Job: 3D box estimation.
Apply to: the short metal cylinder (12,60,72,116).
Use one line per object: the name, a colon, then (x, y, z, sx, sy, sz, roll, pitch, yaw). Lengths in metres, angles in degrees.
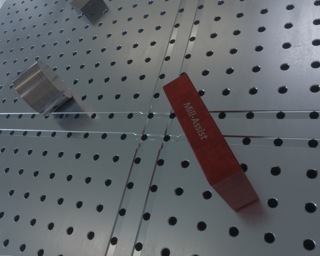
short metal cylinder: (-0.194, -0.066, 0.516, 0.050, 0.080, 0.080, -38, 51, 3)

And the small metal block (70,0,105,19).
small metal block: (-0.153, -0.263, 0.650, 0.050, 0.025, 0.050, -47, 51, -5)

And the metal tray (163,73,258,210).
metal tray: (0.052, 0.013, 0.330, 0.030, 0.090, 0.130, -30, 52, 9)
